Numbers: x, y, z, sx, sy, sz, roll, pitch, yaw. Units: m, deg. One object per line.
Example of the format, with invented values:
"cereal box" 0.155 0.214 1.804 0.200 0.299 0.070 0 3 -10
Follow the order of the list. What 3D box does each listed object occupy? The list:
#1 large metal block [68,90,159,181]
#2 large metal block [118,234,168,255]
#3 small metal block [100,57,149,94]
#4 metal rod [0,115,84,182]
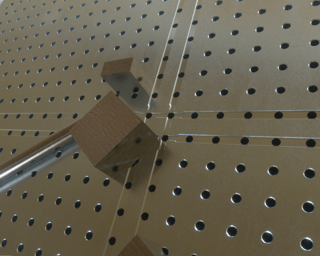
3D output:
"large metal block" -0.063 0.009 0.418 0.080 0.050 0.080 -44 51 -3
"large metal block" -0.015 0.166 0.298 0.080 0.050 0.080 -47 52 -5
"small metal block" -0.052 -0.077 0.465 0.050 0.050 0.025 -3 60 26
"metal rod" -0.219 0.053 0.487 0.301 0.025 0.025 -29 52 9
